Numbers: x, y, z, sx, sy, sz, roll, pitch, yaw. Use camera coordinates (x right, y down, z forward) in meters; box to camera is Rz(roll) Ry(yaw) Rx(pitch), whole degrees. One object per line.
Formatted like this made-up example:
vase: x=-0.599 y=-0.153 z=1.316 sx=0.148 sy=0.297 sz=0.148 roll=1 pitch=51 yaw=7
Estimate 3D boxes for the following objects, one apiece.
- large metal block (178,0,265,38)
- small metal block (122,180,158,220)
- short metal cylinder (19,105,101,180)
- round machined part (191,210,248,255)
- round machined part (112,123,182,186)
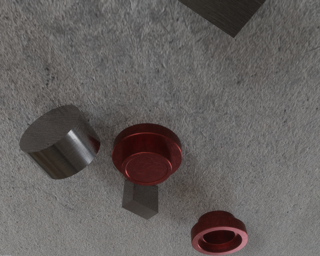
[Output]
large metal block: x=0.057 y=-0.141 z=0.271 sx=0.080 sy=0.050 sz=0.080 roll=26 pitch=125 yaw=-21
small metal block: x=-0.030 y=0.107 z=0.481 sx=0.050 sy=0.050 sz=0.025 roll=35 pitch=122 yaw=-26
short metal cylinder: x=-0.122 y=0.016 z=0.383 sx=0.080 sy=0.080 sz=0.050 roll=-17 pitch=128 yaw=14
round machined part: x=0.104 y=0.185 z=0.555 sx=0.099 sy=0.042 sz=0.097 roll=-1 pitch=130 yaw=0
round machined part: x=-0.018 y=0.044 z=0.433 sx=0.099 sy=0.042 sz=0.097 roll=-1 pitch=130 yaw=0
